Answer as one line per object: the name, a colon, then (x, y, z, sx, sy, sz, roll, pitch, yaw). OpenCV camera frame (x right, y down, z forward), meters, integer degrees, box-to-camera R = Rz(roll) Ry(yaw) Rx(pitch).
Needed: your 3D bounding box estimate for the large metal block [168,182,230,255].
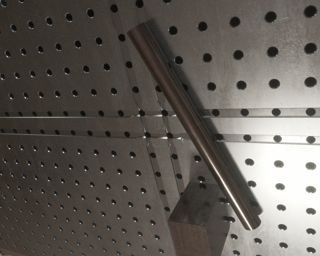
large metal block: (0.057, 0.133, 0.427, 0.050, 0.080, 0.080, 0, 119, 28)

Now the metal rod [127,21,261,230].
metal rod: (0.050, 0.008, 0.388, 0.025, 0.025, 0.299, -22, 107, 36)
